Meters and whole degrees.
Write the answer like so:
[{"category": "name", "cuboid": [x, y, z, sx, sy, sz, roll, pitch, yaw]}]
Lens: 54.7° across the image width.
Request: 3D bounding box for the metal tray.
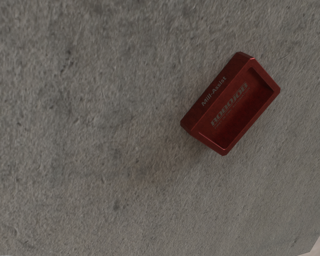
[{"category": "metal tray", "cuboid": [0.102, -0.031, 0.442, 0.090, 0.030, 0.130, 32, 100, -39]}]
